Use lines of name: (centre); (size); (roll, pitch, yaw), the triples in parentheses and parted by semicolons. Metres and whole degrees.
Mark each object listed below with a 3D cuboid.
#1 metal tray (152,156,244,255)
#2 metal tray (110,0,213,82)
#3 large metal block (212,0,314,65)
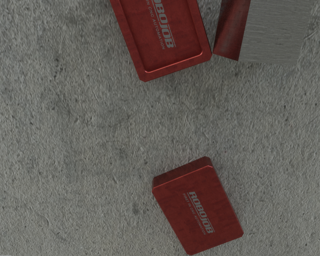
metal tray: (0.055, 0.115, 0.450); (0.090, 0.030, 0.130); (-24, 109, 8)
metal tray: (-0.001, -0.129, 0.359); (0.090, 0.030, 0.129); (-18, 109, 6)
large metal block: (0.112, -0.115, 0.340); (0.081, 0.050, 0.079); (-2, 112, -24)
